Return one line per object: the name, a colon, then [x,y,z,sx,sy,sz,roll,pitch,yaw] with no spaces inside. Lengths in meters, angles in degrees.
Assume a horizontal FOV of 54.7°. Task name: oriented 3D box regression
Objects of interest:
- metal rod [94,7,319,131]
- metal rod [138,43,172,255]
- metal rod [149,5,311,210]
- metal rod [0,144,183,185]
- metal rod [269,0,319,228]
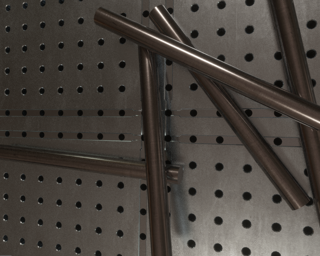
metal rod: [0.046,-0.078,0.368,0.301,0.025,0.025,29,100,17]
metal rod: [-0.007,0.028,0.391,0.025,0.025,0.298,-8,79,19]
metal rod: [0.079,-0.034,0.384,0.025,0.025,0.299,-38,78,16]
metal rod: [-0.115,0.050,0.451,0.301,0.025,0.025,5,92,19]
metal rod: [0.163,-0.036,0.355,0.025,0.025,0.298,-12,86,19]
